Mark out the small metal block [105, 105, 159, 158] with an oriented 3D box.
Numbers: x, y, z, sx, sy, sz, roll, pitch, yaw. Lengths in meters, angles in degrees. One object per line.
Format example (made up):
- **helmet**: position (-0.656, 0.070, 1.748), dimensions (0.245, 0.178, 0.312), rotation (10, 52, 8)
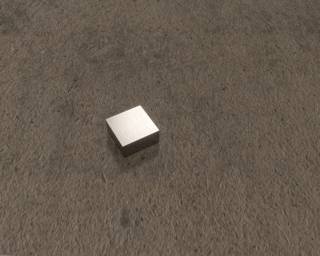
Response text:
- **small metal block**: position (-0.035, 0.004, 0.400), dimensions (0.050, 0.025, 0.050), rotation (-24, 54, -19)
